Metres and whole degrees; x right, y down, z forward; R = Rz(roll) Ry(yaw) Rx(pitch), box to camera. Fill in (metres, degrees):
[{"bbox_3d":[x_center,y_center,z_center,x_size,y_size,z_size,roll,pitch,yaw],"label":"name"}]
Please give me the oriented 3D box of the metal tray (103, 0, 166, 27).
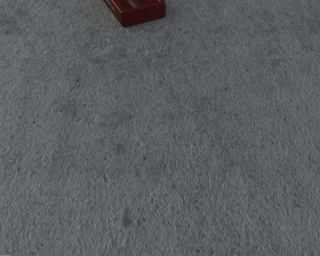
[{"bbox_3d":[-0.055,-0.254,0.612,0.091,0.030,0.130,-20,53,-17],"label":"metal tray"}]
